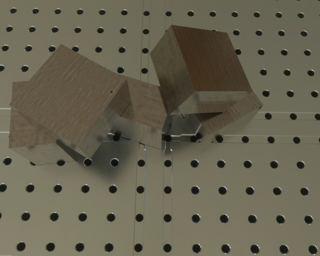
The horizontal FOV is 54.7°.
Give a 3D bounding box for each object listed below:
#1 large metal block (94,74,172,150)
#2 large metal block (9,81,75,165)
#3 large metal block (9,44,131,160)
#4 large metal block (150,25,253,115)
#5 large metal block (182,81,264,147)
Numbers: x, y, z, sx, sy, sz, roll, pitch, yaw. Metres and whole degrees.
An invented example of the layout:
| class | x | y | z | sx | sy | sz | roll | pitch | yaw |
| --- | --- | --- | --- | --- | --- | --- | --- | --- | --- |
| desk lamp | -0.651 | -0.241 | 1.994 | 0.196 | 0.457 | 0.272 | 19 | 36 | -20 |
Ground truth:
| class | x | y | z | sx | sy | sz | roll | pitch | yaw |
| --- | --- | --- | --- | --- | --- | --- | --- | --- | --- |
| large metal block | -0.028 | -0.019 | 0.388 | 0.080 | 0.080 | 0.050 | 18 | 71 | 6 |
| large metal block | -0.141 | -0.005 | 0.382 | 0.050 | 0.080 | 0.080 | -6 | 70 | -2 |
| large metal block | -0.088 | -0.026 | 0.321 | 0.080 | 0.050 | 0.080 | 29 | 72 | 10 |
| large metal block | 0.045 | -0.063 | 0.349 | 0.081 | 0.050 | 0.080 | -4 | 67 | -33 |
| large metal block | 0.073 | -0.034 | 0.412 | 0.080 | 0.050 | 0.080 | -29 | 73 | -10 |
